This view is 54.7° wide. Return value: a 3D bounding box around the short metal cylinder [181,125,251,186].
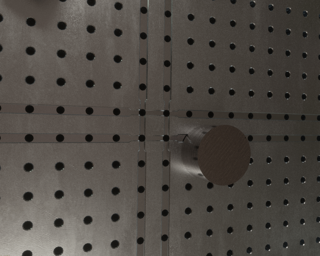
[{"bbox_3d":[0.077,0.035,0.429,0.081,0.050,0.079,0,90,-21],"label":"short metal cylinder"}]
